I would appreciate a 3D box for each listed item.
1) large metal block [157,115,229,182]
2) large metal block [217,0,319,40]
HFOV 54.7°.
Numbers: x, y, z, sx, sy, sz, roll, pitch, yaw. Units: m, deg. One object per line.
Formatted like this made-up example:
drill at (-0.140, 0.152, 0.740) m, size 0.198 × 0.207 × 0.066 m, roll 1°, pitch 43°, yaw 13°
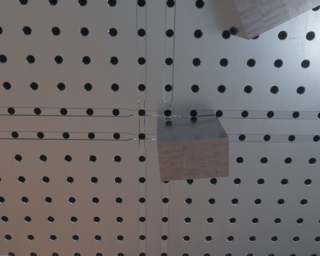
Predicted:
large metal block at (0.039, 0.023, 0.393) m, size 0.081 × 0.080 × 0.050 m, roll -4°, pitch 110°, yaw 1°
large metal block at (0.114, -0.140, 0.334) m, size 0.080 × 0.080 × 0.050 m, roll -25°, pitch 108°, yaw 8°
